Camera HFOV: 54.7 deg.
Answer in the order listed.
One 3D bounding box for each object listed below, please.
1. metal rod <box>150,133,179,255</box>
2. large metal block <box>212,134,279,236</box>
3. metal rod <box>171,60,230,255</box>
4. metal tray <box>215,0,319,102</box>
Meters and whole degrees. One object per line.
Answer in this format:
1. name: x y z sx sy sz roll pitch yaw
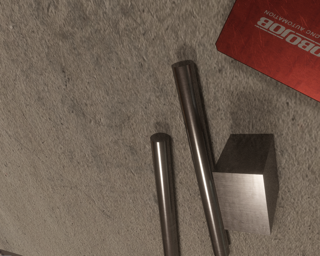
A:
1. metal rod: 0.012 0.142 0.486 0.025 0.025 0.298 8 122 23
2. large metal block: 0.102 0.061 0.355 0.050 0.080 0.080 -1 118 28
3. metal rod: 0.060 0.058 0.410 0.025 0.025 0.298 -1 118 28
4. metal tray: 0.129 -0.087 0.282 0.130 0.030 0.089 30 128 8
